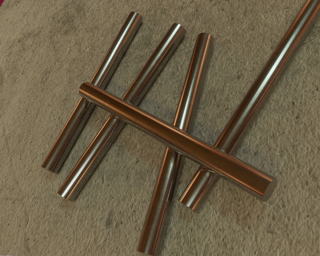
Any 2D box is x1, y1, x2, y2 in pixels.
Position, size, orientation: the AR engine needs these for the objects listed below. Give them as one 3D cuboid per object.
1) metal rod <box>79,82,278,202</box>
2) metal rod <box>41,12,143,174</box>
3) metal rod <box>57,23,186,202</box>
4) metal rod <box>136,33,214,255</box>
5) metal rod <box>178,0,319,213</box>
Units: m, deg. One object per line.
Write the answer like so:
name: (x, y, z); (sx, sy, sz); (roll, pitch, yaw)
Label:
metal rod: (-0.005, 0.000, 0.372); (0.300, 0.025, 0.025); (28, 77, 37)
metal rod: (-0.102, -0.067, 0.498); (0.025, 0.025, 0.300); (12, 68, 33)
metal rod: (-0.049, -0.031, 0.448); (0.025, 0.025, 0.300); (23, 74, 36)
metal rod: (0.026, 0.002, 0.388); (0.025, 0.025, 0.300); (3, 63, 29)
metal rod: (0.114, -0.035, 0.365); (0.025, 0.025, 0.300); (26, 75, 37)
